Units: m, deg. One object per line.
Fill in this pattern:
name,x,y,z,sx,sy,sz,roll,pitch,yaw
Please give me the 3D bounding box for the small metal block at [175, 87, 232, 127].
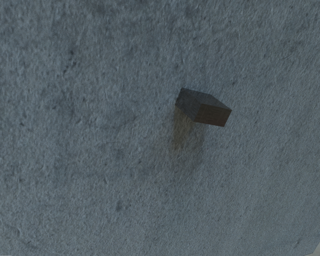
small metal block,0.056,-0.027,0.404,0.050,0.050,0.025,9,114,-32
